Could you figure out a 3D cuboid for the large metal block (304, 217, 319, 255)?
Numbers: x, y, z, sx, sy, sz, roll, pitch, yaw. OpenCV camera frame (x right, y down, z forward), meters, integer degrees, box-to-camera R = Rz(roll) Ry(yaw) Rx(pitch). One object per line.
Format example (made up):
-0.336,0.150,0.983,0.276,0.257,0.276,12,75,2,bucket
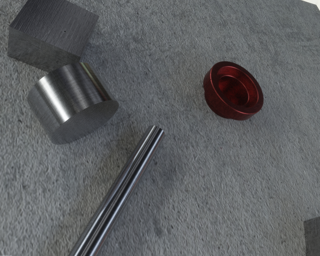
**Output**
0.248,0.172,0.420,0.080,0.050,0.080,24,53,-14,large metal block

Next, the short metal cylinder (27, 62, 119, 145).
-0.092,-0.025,0.335,0.081,0.080,0.050,-27,77,-37,short metal cylinder

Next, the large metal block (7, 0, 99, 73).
-0.132,-0.116,0.389,0.080,0.050,0.080,22,53,-16,large metal block

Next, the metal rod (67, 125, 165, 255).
-0.064,0.107,0.304,0.025,0.025,0.301,35,51,-6,metal rod

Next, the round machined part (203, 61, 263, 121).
0.110,-0.054,0.487,0.099,0.042,0.098,14,56,-21,round machined part
